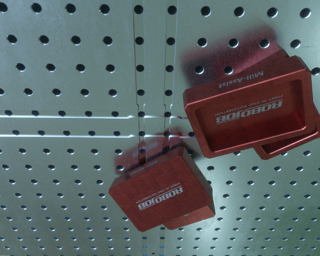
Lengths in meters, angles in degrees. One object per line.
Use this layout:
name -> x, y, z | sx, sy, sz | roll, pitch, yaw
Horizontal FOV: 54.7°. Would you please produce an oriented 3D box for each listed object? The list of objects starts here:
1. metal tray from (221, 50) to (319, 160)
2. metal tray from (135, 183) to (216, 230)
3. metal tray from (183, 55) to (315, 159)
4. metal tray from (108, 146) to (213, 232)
metal tray -> 0.142, -0.022, 0.391 | 0.090, 0.030, 0.130 | -29, 125, 22
metal tray -> 0.023, 0.112, 0.504 | 0.090, 0.030, 0.130 | -24, 127, 18
metal tray -> 0.101, -0.019, 0.353 | 0.130, 0.030, 0.090 | -16, 129, 13
metal tray -> 0.001, 0.094, 0.463 | 0.130, 0.030, 0.090 | -29, 106, 20
